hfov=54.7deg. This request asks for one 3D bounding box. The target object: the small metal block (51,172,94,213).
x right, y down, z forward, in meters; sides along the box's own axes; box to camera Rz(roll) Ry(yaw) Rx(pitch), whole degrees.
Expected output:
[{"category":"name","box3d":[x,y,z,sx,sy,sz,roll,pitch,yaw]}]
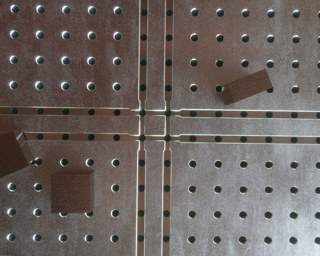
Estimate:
[{"category":"small metal block","box3d":[-0.115,0.085,0.412,0.050,0.025,0.050,0,90,-1]}]

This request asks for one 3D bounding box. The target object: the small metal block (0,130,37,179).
[{"category":"small metal block","box3d":[-0.202,0.036,0.411,0.050,0.025,0.050,-25,90,-1]}]

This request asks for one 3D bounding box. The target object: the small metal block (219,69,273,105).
[{"category":"small metal block","box3d":[0.110,-0.052,0.402,0.050,0.050,0.025,-22,90,0]}]
